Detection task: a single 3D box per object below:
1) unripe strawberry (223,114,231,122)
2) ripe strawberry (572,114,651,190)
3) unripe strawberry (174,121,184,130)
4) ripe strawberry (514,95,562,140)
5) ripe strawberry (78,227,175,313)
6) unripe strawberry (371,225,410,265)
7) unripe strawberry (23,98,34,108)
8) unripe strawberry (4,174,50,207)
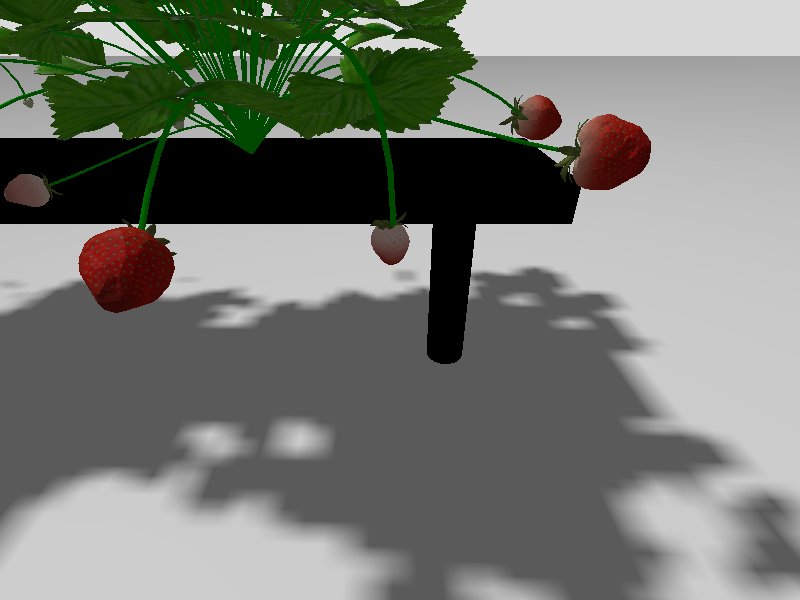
[{"bbox_3d":[-0.197,-0.207,0.455,0.015,0.014,0.014,-15,-10,-22],"label":"unripe strawberry"},{"bbox_3d":[0.126,-0.087,0.240,0.042,0.044,0.039,13,35,18],"label":"ripe strawberry"},{"bbox_3d":[-0.220,-0.174,0.396,0.011,0.011,0.011,24,40,32],"label":"unripe strawberry"},{"bbox_3d":[0.127,-0.167,0.368,0.043,0.037,0.043,3,32,-15],"label":"ripe strawberry"},{"bbox_3d":[-0.093,-0.009,0.135,0.028,0.029,0.030,-4,42,-7],"label":"ripe strawberry"},{"bbox_3d":[-0.004,-0.023,0.165,0.016,0.017,0.018,-18,37,-26],"label":"unripe strawberry"},{"bbox_3d":[-0.457,-0.242,0.492,0.011,0.011,0.010,18,37,26],"label":"unripe strawberry"},{"bbox_3d":[-0.210,-0.061,0.224,0.018,0.019,0.019,20,38,28],"label":"unripe strawberry"}]
